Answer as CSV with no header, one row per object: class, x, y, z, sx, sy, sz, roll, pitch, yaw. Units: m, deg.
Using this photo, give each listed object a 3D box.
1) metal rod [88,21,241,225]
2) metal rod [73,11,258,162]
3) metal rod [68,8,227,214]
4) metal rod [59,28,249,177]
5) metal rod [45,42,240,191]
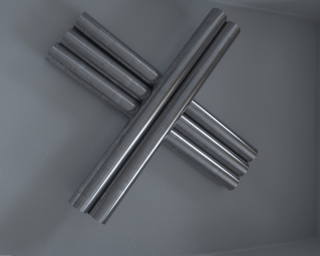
metal rod,0.012,-0.016,0.387,0.025,0.025,0.300,39,78,-16
metal rod,0.019,-0.045,0.416,0.301,0.025,0.025,36,78,-17
metal rod,-0.007,-0.030,0.379,0.025,0.025,0.300,39,78,-16
metal rod,0.004,-0.024,0.410,0.301,0.025,0.025,36,79,-17
metal rod,-0.011,-0.005,0.405,0.301,0.025,0.025,36,79,-17
